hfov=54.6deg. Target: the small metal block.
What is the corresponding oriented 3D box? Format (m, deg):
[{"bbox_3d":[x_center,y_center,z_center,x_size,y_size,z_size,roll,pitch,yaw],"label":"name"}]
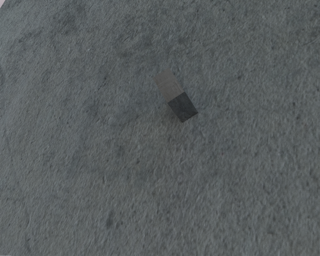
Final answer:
[{"bbox_3d":[0.020,-0.042,0.404,0.025,0.050,0.050,-33,51,7],"label":"small metal block"}]
